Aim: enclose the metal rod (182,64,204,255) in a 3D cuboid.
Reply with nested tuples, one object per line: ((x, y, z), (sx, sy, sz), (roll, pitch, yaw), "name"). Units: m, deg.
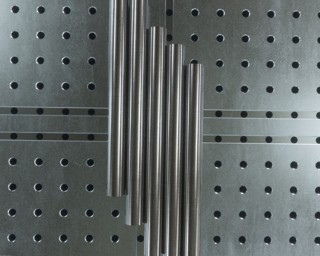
((0.043, 0.066, 0.413), (0.025, 0.025, 0.298), (1, 90, -1), "metal rod")

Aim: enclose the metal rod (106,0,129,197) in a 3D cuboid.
((-0.056, -0.060, 0.412), (0.025, 0.025, 0.298), (1, 90, -1), "metal rod")

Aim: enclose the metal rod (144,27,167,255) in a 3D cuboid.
((-0.006, 0.018, 0.413), (0.025, 0.025, 0.298), (1, 90, -1), "metal rod")

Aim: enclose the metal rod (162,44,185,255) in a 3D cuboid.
((0.018, 0.040, 0.413), (0.025, 0.025, 0.298), (1, 90, -1), "metal rod")

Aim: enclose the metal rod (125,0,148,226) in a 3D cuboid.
((-0.031, -0.023, 0.412), (0.025, 0.025, 0.298), (1, 90, -1), "metal rod")
